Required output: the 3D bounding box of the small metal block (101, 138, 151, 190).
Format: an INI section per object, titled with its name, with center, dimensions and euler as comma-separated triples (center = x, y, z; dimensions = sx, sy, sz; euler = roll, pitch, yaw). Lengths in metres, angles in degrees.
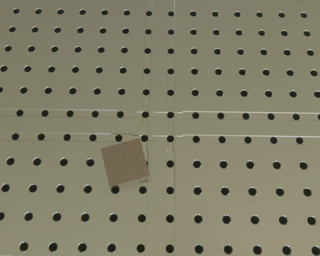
[small metal block]
center = -0.043, 0.046, 0.395
dimensions = 0.050, 0.025, 0.050
euler = -15, 71, -6
